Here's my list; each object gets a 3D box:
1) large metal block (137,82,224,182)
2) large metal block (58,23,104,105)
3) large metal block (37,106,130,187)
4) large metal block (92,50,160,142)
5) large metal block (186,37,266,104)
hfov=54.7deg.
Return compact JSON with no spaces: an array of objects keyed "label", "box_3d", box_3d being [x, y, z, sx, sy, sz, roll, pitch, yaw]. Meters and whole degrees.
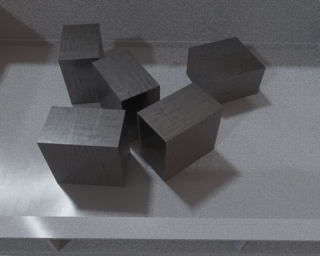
[{"label":"large metal block","box_3d":[0.022,0.006,0.365,0.081,0.080,0.050,-30,57,-23]},{"label":"large metal block","box_3d":[-0.107,-0.092,0.445,0.050,0.080,0.080,-5,50,-5]},{"label":"large metal block","box_3d":[-0.079,0.023,0.349,0.080,0.080,0.050,3,50,2]},{"label":"large metal block","box_3d":[-0.043,-0.040,0.403,0.050,0.080,0.080,-25,55,-20]},{"label":"large metal block","box_3d":[0.094,-0.085,0.461,0.081,0.050,0.080,-17,52,-14]}]
